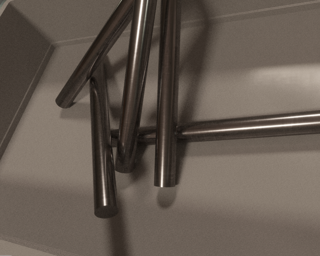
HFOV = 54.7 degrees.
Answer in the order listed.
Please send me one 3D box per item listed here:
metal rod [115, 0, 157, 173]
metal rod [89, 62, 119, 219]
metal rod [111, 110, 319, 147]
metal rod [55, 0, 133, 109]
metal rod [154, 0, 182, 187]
[{"bbox_3d":[-0.024,-0.088,0.358,0.025,0.025,0.298,21,110,35],"label":"metal rod"},{"bbox_3d":[-0.083,-0.015,0.427,0.025,0.025,0.300,-27,44,11],"label":"metal rod"},{"bbox_3d":[0.052,0.004,0.374,0.301,0.025,0.025,-5,60,25],"label":"metal rod"},{"bbox_3d":[-0.074,-0.124,0.429,0.299,0.025,0.025,-42,45,36],"label":"metal rod"},{"bbox_3d":[0.011,-0.081,0.371,0.025,0.025,0.298,0,86,28],"label":"metal rod"}]
